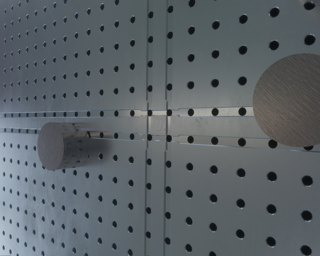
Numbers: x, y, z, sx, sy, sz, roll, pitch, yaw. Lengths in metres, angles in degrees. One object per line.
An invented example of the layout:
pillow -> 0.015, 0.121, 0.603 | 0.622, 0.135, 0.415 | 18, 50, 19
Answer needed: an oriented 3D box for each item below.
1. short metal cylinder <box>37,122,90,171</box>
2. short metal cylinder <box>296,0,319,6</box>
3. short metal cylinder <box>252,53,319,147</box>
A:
short metal cylinder -> -0.165, 0.030, 0.530 | 0.080, 0.050, 0.079 | 0, 90, 40
short metal cylinder -> 0.143, -0.157, 0.275 | 0.080, 0.050, 0.079 | 0, 90, 40
short metal cylinder -> 0.133, -0.024, 0.283 | 0.080, 0.050, 0.079 | 0, 90, 40
